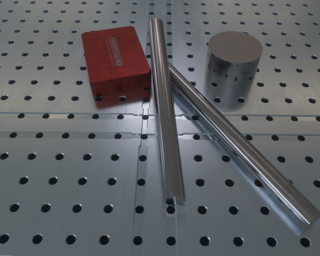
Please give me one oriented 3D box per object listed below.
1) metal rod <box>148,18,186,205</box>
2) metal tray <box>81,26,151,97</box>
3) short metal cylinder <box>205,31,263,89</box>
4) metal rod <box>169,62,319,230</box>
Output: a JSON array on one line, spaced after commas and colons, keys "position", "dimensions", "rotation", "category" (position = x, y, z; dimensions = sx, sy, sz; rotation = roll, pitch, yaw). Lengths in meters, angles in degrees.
[{"position": [0.005, -0.044, 0.423], "dimensions": [0.025, 0.025, 0.299], "rotation": [-3, 56, -3], "category": "metal rod"}, {"position": [-0.072, -0.111, 0.497], "dimensions": [0.091, 0.030, 0.130], "rotation": [-12, 51, -10], "category": "metal tray"}, {"position": [0.113, -0.106, 0.481], "dimensions": [0.081, 0.050, 0.080], "rotation": [0, 50, 0], "category": "short metal cylinder"}, {"position": [0.083, 0.001, 0.407], "dimensions": [0.025, 0.025, 0.300], "rotation": [-25, 55, -20], "category": "metal rod"}]
